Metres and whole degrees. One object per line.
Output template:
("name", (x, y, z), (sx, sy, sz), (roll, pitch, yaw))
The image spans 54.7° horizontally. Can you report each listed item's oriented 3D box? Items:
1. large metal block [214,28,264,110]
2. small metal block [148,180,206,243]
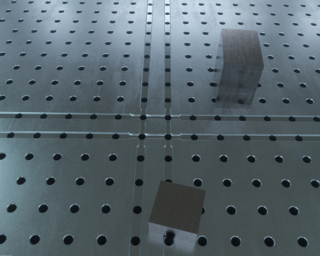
("large metal block", (0.109, -0.084, 0.444), (0.050, 0.080, 0.080), (4, 50, 3))
("small metal block", (0.019, 0.089, 0.333), (0.050, 0.025, 0.050), (12, 51, 9))
